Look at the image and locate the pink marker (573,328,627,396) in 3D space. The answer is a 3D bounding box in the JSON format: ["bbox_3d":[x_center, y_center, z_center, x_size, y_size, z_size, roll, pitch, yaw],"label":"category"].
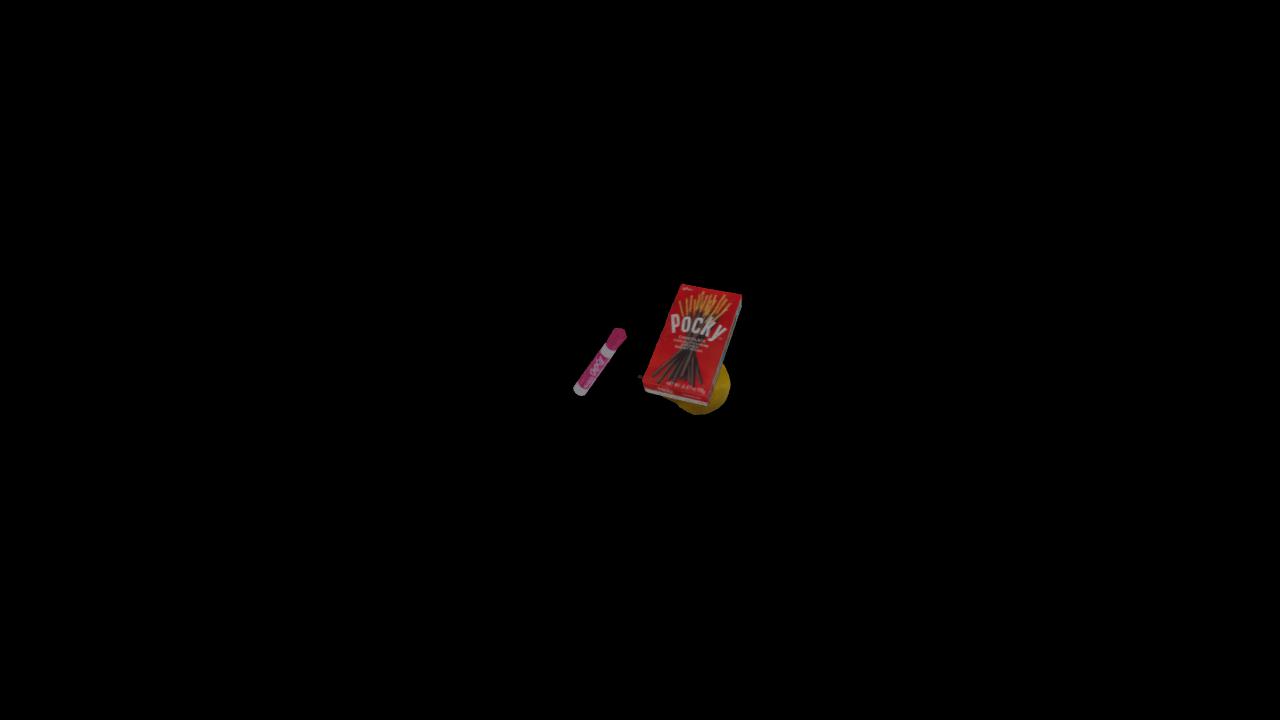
[{"bbox_3d":[-0.050,0.002,0.765,0.020,0.020,0.121,0,-38,-37],"label":"pink marker"}]

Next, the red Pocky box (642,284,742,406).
[{"bbox_3d":[0.066,-0.023,0.749,0.083,0.155,0.028,11,-30,19],"label":"red Pocky box"}]

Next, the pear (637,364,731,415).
[{"bbox_3d":[0.054,0.029,0.756,0.111,0.080,0.080,-3,1,-26],"label":"pear"}]
